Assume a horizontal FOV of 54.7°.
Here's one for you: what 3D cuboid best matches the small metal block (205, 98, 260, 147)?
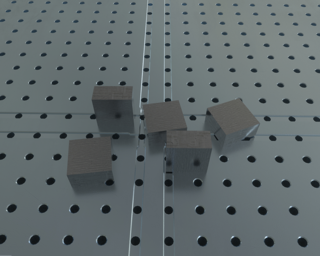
[{"bbox_3d":[0.096,-0.008,0.416,0.050,0.025,0.050,-18,52,-15],"label":"small metal block"}]

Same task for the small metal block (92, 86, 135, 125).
[{"bbox_3d":[-0.061,-0.029,0.415,0.050,0.050,0.025,0,50,-1],"label":"small metal block"}]

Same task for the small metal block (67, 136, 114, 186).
[{"bbox_3d":[-0.083,0.039,0.374,0.050,0.025,0.050,-5,50,-5],"label":"small metal block"}]

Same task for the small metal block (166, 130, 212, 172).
[{"bbox_3d":[0.033,0.028,0.368,0.050,0.050,0.025,1,50,0],"label":"small metal block"}]

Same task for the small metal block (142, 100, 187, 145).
[{"bbox_3d":[0.005,-0.008,0.414,0.050,0.025,0.050,-8,51,-7],"label":"small metal block"}]
